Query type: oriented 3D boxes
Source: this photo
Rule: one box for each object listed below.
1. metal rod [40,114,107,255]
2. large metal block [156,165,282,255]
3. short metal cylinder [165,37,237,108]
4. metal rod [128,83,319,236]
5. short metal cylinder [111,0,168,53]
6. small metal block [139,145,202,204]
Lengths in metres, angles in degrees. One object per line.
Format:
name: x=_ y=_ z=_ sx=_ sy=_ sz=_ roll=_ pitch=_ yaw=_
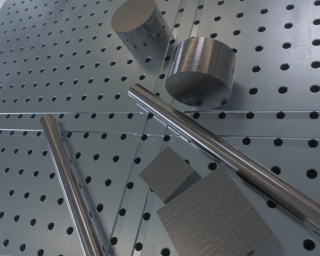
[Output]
metal rod: x=-0.120 y=0.083 z=0.420 sx=0.025 sy=0.025 sz=0.300 roll=-37 pitch=51 yaw=3
large metal block: x=0.056 y=0.098 z=0.303 sx=0.080 sy=0.050 sz=0.080 roll=-36 pitch=51 yaw=4
short metal cylinder: x=0.052 y=-0.066 z=0.387 sx=0.080 sy=0.080 sz=0.050 roll=2 pitch=63 yaw=29
metal rod: x=0.057 y=0.016 z=0.368 sx=0.025 sy=0.025 sz=0.300 roll=-48 pitch=52 yaw=-6
short metal cylinder: x=-0.034 y=-0.173 z=0.516 sx=0.080 sy=0.050 sz=0.080 roll=-13 pitch=56 yaw=21
small metal block: x=0.012 y=0.057 z=0.367 sx=0.050 sy=0.025 sz=0.050 roll=-45 pitch=51 yaw=-4
